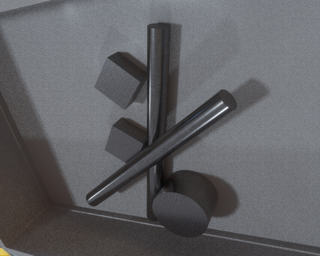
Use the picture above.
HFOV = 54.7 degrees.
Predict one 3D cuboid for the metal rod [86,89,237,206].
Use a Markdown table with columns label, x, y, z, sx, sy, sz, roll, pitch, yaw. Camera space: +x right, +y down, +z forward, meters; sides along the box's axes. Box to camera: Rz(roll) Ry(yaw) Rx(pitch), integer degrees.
| label | x | y | z | sx | sy | sz | roll | pitch | yaw |
| --- | --- | --- | --- | --- | --- | --- | --- | --- | --- |
| metal rod | -0.020 | 0.043 | 0.410 | 0.025 | 0.025 | 0.299 | 47 | 130 | -5 |

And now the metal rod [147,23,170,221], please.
| label | x | y | z | sx | sy | sz | roll | pitch | yaw |
| --- | --- | --- | --- | --- | --- | --- | --- | --- | --- |
| metal rod | -0.005 | 0.014 | 0.418 | 0.025 | 0.025 | 0.298 | 15 | 125 | 19 |

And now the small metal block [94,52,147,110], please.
| label | x | y | z | sx | sy | sz | roll | pitch | yaw |
| --- | --- | --- | --- | --- | --- | --- | --- | --- | --- |
| small metal block | -0.050 | -0.060 | 0.396 | 0.050 | 0.025 | 0.050 | 37 | 129 | 3 |

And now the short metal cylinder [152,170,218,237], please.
| label | x | y | z | sx | sy | sz | roll | pitch | yaw |
| --- | --- | --- | --- | --- | --- | --- | --- | --- | --- |
| short metal cylinder | 0.036 | 0.107 | 0.438 | 0.080 | 0.050 | 0.079 | 13 | 124 | 20 |

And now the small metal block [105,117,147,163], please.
| label | x | y | z | sx | sy | sz | roll | pitch | yaw |
| --- | --- | --- | --- | --- | --- | --- | --- | --- | --- |
| small metal block | -0.047 | 0.021 | 0.445 | 0.050 | 0.025 | 0.050 | 30 | 128 | 8 |
